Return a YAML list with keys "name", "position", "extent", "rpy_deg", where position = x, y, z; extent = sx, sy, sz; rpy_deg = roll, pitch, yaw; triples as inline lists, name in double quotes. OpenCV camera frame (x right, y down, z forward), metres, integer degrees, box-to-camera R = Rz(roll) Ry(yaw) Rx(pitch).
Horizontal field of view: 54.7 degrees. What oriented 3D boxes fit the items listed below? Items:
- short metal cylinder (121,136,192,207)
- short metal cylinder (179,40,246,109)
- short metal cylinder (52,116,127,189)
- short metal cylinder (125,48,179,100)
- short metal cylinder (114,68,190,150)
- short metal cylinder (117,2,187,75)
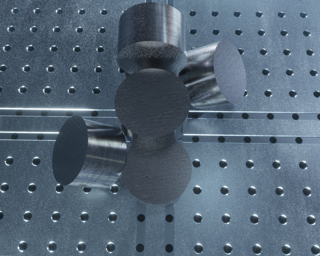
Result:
- name: "short metal cylinder"
  position: [-0.004, 0.054, 0.378]
  extent: [0.081, 0.050, 0.080]
  rpy_deg: [0, 71, 0]
- name: "short metal cylinder"
  position: [0.069, -0.067, 0.400]
  extent: [0.050, 0.080, 0.080]
  rpy_deg: [-7, 64, 41]
- name: "short metal cylinder"
  position: [-0.084, 0.030, 0.365]
  extent: [0.050, 0.080, 0.080]
  rpy_deg: [16, 63, -42]
- name: "short metal cylinder"
  position: [-0.007, -0.074, 0.425]
  extent: [0.081, 0.050, 0.080]
  rpy_deg: [0, 71, 0]
- name: "short metal cylinder"
  position: [-0.008, -0.020, 0.352]
  extent: [0.081, 0.050, 0.080]
  rpy_deg: [0, 70, 0]
- name: "short metal cylinder"
  position: [-0.009, -0.099, 0.364]
  extent: [0.081, 0.080, 0.050]
  rpy_deg: [0, 70, 0]
